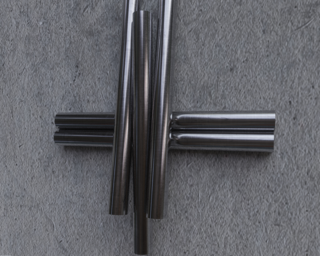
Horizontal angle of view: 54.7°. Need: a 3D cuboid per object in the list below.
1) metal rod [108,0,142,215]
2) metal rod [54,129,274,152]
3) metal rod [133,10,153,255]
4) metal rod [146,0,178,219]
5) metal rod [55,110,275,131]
[{"bbox_3d":[-0.044,-0.042,0.402,0.025,0.025,0.298,0,82,19],"label":"metal rod"},{"bbox_3d":[-0.008,0.015,0.413,0.301,0.025,0.025,0,90,19],"label":"metal rod"},{"bbox_3d":[-0.022,0.005,0.390,0.025,0.025,0.298,0,90,19],"label":"metal rod"},{"bbox_3d":[0.004,-0.042,0.385,0.025,0.025,0.298,0,82,19],"label":"metal rod"},{"bbox_3d":[-0.007,-0.010,0.413,0.301,0.025,0.025,0,90,19],"label":"metal rod"}]
